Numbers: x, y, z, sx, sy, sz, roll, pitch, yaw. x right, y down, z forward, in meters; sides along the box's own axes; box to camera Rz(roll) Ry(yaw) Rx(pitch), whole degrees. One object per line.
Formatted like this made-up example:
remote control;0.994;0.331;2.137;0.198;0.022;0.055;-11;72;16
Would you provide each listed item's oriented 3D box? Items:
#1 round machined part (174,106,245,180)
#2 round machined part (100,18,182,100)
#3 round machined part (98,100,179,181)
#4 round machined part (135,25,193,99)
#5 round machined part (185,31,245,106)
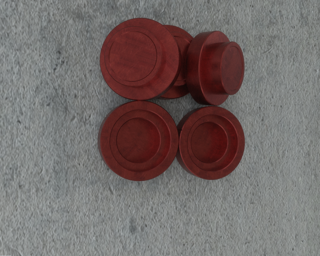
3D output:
round machined part;0.063;0.019;0.426;0.099;0.042;0.097;0;90;-21
round machined part;-0.026;-0.082;0.367;0.098;0.042;0.097;1;93;13
round machined part;-0.030;0.015;0.391;0.099;0.042;0.097;0;90;-21
round machined part;0.014;-0.087;0.407;0.099;0.042;0.097;0;90;-21
round machined part;0.078;-0.078;0.408;0.099;0.042;0.097;-11;104;-50
